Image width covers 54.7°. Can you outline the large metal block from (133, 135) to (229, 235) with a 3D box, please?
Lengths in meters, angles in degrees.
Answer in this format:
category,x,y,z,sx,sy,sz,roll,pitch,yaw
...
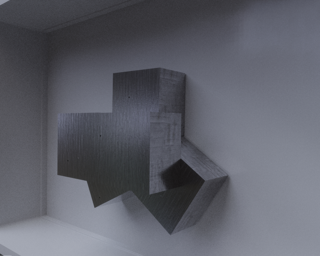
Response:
category,x,y,z,sx,sy,sz,roll,pitch,yaw
large metal block,0.020,0.064,0.371,0.080,0.050,0.080,42,115,32

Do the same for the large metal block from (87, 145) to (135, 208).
category,x,y,z,sx,sy,sz,roll,pitch,yaw
large metal block,-0.061,0.058,0.439,0.080,0.050,0.080,-32,70,35

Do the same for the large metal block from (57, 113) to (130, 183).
category,x,y,z,sx,sy,sz,roll,pitch,yaw
large metal block,-0.085,0.022,0.394,0.080,0.050,0.080,1,91,40

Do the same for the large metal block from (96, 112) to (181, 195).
category,x,y,z,sx,sy,sz,roll,pitch,yaw
large metal block,-0.024,0.023,0.342,0.080,0.050,0.080,1,91,40

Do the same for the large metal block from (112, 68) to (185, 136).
category,x,y,z,sx,sy,sz,roll,pitch,yaw
large metal block,-0.016,-0.031,0.402,0.080,0.050,0.079,2,91,40
